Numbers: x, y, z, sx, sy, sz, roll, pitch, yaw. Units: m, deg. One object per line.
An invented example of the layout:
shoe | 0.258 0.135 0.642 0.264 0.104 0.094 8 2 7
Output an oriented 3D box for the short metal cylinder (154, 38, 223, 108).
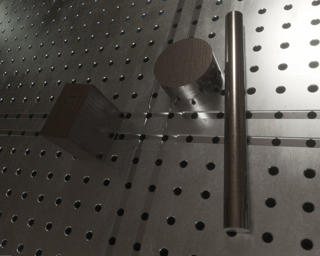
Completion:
short metal cylinder | 0.039 -0.073 0.416 0.080 0.050 0.080 -13 56 21

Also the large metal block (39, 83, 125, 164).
large metal block | -0.104 -0.006 0.429 0.050 0.080 0.080 7 65 31

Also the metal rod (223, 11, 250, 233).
metal rod | 0.091 -0.030 0.377 0.025 0.025 0.299 -7 58 24
